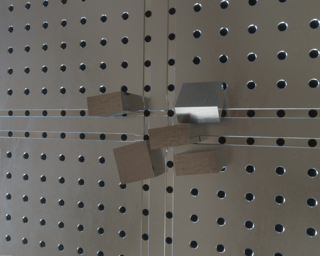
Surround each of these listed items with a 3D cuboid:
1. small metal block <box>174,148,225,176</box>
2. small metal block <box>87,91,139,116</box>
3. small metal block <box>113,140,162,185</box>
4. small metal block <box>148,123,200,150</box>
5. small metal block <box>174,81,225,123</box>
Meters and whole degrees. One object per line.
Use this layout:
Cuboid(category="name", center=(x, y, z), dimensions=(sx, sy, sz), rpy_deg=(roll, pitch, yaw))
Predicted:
Cuboid(category="small metal block", center=(0.050, 0.041, 0.382), dimensions=(0.050, 0.050, 0.025), rpy_deg=(-8, 88, 20))
Cuboid(category="small metal block", center=(-0.063, -0.031, 0.422), dimensions=(0.050, 0.050, 0.025), rpy_deg=(-8, 88, 20))
Cuboid(category="small metal block", center=(-0.031, 0.046, 0.424), dimensions=(0.050, 0.025, 0.050), rpy_deg=(-16, 85, 19))
Cuboid(category="small metal block", center=(0.019, 0.010, 0.393), dimensions=(0.050, 0.050, 0.025), rpy_deg=(-9, 87, 20))
Cuboid(category="small metal block", center=(0.050, -0.032, 0.380), dimensions=(0.050, 0.050, 0.025), rpy_deg=(0, 132, 20))
